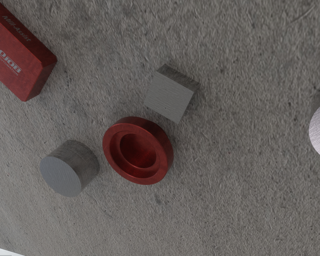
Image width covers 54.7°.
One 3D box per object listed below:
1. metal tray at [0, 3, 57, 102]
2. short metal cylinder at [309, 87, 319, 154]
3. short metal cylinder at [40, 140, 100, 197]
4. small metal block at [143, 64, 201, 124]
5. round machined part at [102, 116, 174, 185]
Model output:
[{"bbox_3d":[-0.221,-0.112,0.451,0.130,0.030,0.090,44,129,-3],"label":"metal tray"},{"bbox_3d":[0.184,-0.008,0.289,0.080,0.050,0.079,13,124,21],"label":"short metal cylinder"},{"bbox_3d":[-0.148,0.067,0.510,0.080,0.050,0.079,13,124,21],"label":"short metal cylinder"},{"bbox_3d":[0.014,-0.041,0.374,0.050,0.025,0.050,30,128,8],"label":"small metal block"},{"bbox_3d":[-0.026,0.027,0.426,0.098,0.042,0.097,13,124,21],"label":"round machined part"}]
